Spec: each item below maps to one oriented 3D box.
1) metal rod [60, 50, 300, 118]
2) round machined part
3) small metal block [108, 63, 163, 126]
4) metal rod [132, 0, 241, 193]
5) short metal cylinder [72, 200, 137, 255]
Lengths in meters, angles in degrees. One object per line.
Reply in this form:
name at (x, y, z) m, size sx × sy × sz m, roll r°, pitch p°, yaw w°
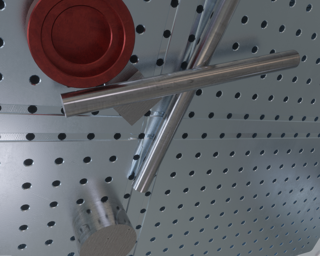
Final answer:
metal rod at (0.040, -0.057, 0.363) m, size 0.302 × 0.025 × 0.025 m, roll -14°, pitch 125°, yaw -20°
round machined part at (-0.077, -0.092, 0.301) m, size 0.099 × 0.042 × 0.097 m, roll -14°, pitch 124°, yaw -21°
small metal block at (-0.034, -0.039, 0.368) m, size 0.050 × 0.025 × 0.050 m, roll -42°, pitch 130°, yaw 1°
metal rod at (0.031, -0.043, 0.401) m, size 0.025 × 0.025 × 0.298 m, roll 12°, pitch 112°, yaw -34°
short metal cylinder at (-0.080, 0.151, 0.444) m, size 0.081 × 0.050 × 0.079 m, roll -14°, pitch 124°, yaw -21°
